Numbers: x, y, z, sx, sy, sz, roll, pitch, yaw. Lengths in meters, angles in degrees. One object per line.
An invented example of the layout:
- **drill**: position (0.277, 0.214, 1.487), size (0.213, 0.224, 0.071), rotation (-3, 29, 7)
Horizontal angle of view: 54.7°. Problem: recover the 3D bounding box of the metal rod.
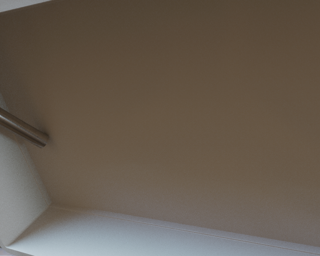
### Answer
- **metal rod**: position (-0.286, -0.051, 0.433), size (0.025, 0.025, 0.301), rotation (-16, 140, 34)
